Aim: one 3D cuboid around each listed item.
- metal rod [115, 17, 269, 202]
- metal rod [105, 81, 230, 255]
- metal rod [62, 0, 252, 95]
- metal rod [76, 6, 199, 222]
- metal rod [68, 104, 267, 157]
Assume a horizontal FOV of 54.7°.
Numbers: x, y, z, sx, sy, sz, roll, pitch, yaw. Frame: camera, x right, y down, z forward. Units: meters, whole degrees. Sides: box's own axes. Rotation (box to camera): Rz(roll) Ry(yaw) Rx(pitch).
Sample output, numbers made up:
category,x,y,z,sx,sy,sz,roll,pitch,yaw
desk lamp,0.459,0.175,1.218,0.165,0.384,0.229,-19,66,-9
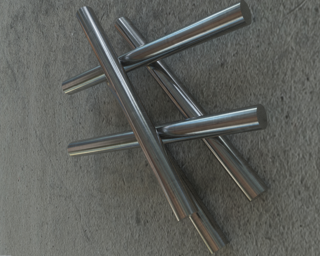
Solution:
category,x,y,z,sx,sy,sz,roll,pitch,yaw
metal rod,0.024,-0.040,0.384,0.025,0.025,0.299,-50,61,28
metal rod,-0.007,0.022,0.410,0.025,0.025,0.299,-48,62,29
metal rod,-0.030,-0.089,0.397,0.300,0.025,0.025,-12,83,39
metal rod,-0.037,-0.033,0.370,0.025,0.025,0.299,-42,65,32
metal rod,-0.018,0.011,0.387,0.300,0.025,0.025,-11,83,39
